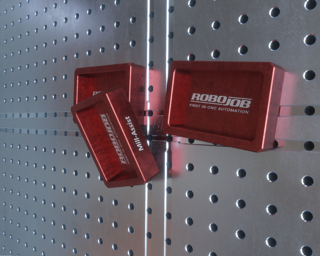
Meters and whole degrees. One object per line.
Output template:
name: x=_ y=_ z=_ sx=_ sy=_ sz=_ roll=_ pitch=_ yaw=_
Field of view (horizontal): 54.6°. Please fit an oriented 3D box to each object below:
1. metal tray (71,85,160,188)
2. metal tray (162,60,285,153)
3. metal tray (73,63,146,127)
metal tray: x=-0.064 y=0.016 z=0.426 sx=0.090 sy=0.030 sz=0.130 roll=-16 pitch=100 yaw=44
metal tray: x=0.065 y=-0.029 z=0.352 sx=0.130 sy=0.030 sz=0.089 roll=11 pitch=97 yaw=39
metal tray: x=-0.081 y=-0.048 z=0.474 sx=0.130 sy=0.030 sz=0.090 roll=4 pitch=93 yaw=40
